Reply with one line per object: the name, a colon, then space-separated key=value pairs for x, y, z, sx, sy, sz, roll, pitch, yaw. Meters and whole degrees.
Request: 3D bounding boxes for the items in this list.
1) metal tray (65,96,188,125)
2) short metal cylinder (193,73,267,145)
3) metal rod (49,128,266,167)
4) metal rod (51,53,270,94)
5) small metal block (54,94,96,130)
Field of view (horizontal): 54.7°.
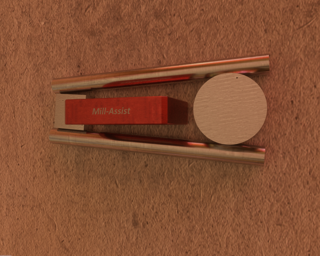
metal tray: x=-0.039 y=-0.019 z=0.388 sx=0.130 sy=0.090 sz=0.030 roll=0 pitch=90 yaw=20
short metal cylinder: x=0.085 y=-0.021 z=0.366 sx=0.080 sy=0.050 sz=0.079 roll=0 pitch=90 yaw=20
metal rod: x=-0.017 y=0.022 z=0.416 sx=0.301 sy=0.025 sz=0.025 roll=5 pitch=92 yaw=19
metal rod: x=-0.013 y=-0.069 z=0.415 sx=0.301 sy=0.025 sz=0.025 roll=-3 pitch=89 yaw=19
small metal block: x=-0.125 y=-0.023 z=0.455 sx=0.050 sy=0.025 sz=0.050 roll=5 pitch=92 yaw=19
